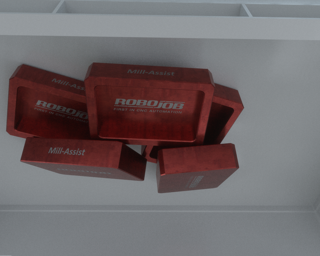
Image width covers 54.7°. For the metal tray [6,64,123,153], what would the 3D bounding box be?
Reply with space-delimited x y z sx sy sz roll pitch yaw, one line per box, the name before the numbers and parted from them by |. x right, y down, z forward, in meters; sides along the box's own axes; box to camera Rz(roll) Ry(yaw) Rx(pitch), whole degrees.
metal tray | -0.116 -0.017 0.385 0.131 0.030 0.089 15 129 -13

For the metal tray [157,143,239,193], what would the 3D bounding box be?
metal tray | 0.042 0.058 0.411 0.091 0.030 0.130 -5 159 -4

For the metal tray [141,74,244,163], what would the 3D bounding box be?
metal tray | 0.037 -0.001 0.403 0.091 0.030 0.129 15 129 -13

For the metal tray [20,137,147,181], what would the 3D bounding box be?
metal tray | -0.093 0.041 0.392 0.130 0.030 0.090 1 162 19

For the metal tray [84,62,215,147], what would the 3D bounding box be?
metal tray | -0.012 -0.023 0.344 0.131 0.030 0.089 3 130 -3
